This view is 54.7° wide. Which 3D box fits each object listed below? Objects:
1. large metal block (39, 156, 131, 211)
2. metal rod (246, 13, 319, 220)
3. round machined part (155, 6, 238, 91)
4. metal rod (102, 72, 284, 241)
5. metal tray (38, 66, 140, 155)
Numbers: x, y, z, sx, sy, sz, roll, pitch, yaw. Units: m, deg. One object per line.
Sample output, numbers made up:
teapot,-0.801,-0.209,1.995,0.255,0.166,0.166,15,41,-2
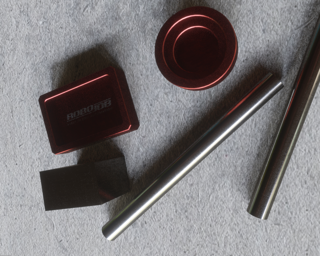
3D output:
large metal block,-0.097,0.072,0.413,0.080,0.080,0.050,-11,87,19
metal rod,0.161,-0.038,0.352,0.025,0.025,0.298,20,97,18
round machined part,0.047,-0.095,0.383,0.098,0.042,0.097,0,90,19
metal rod,0.032,0.045,0.397,0.299,0.025,0.025,-45,77,14
metal tray,-0.103,-0.022,0.441,0.130,0.030,0.090,-19,84,18
